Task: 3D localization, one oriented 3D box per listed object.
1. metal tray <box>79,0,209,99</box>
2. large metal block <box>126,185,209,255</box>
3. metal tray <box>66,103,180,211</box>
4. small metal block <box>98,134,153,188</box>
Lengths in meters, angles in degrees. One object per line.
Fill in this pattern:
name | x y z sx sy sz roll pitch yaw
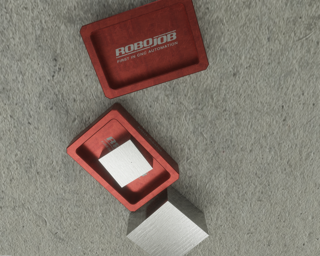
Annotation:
metal tray | -0.017 -0.097 0.371 0.131 0.030 0.090 -17 110 5
large metal block | 0.010 0.139 0.448 0.080 0.050 0.080 43 104 -15
metal tray | -0.048 0.042 0.421 0.090 0.030 0.130 -39 106 13
small metal block | -0.044 0.042 0.411 0.050 0.025 0.050 -33 107 11
